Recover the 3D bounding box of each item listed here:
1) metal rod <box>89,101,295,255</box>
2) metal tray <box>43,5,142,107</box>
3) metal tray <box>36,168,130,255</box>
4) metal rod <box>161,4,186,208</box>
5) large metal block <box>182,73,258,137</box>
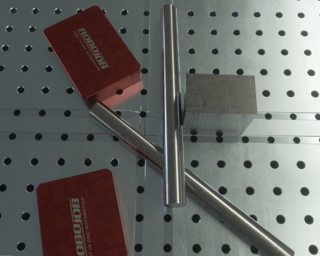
[{"bbox_3d":[0.030,0.063,0.389,0.300,0.025,0.025,37,74,12],"label":"metal rod"},{"bbox_3d":[-0.097,-0.106,0.447,0.090,0.030,0.130,-31,73,-11],"label":"metal tray"},{"bbox_3d":[-0.089,0.122,0.364,0.091,0.030,0.130,-13,71,-5],"label":"metal tray"},{"bbox_3d":[0.015,-0.047,0.412,0.025,0.025,0.299,0,64,-1],"label":"metal rod"},{"bbox_3d":[0.070,-0.026,0.393,0.081,0.080,0.050,2,70,0],"label":"large metal block"}]
